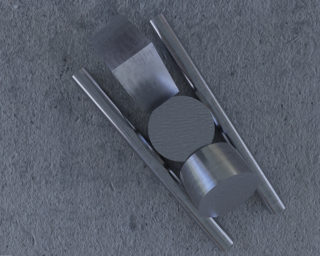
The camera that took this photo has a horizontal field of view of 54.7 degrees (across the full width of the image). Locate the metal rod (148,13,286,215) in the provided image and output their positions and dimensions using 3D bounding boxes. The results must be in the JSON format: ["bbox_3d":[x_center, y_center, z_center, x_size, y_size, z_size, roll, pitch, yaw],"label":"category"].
[{"bbox_3d":[0.076,-0.018,0.411,0.025,0.025,0.299,-33,90,0],"label":"metal rod"}]

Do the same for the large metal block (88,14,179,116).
[{"bbox_3d":[-0.031,-0.074,0.368,0.050,0.080,0.080,-36,49,0],"label":"large metal block"}]

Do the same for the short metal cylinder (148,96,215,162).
[{"bbox_3d":[0.026,0.001,0.399,0.081,0.050,0.080,0,90,0],"label":"short metal cylinder"}]

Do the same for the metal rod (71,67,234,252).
[{"bbox_3d":[-0.009,0.041,0.410,0.025,0.025,0.300,-41,90,0],"label":"metal rod"}]

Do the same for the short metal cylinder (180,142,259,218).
[{"bbox_3d":[0.071,0.064,0.378,0.080,0.080,0.050,-31,48,0],"label":"short metal cylinder"}]
